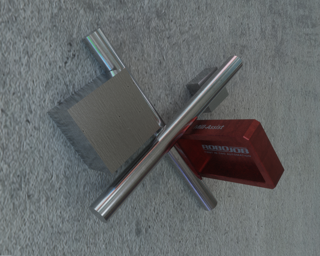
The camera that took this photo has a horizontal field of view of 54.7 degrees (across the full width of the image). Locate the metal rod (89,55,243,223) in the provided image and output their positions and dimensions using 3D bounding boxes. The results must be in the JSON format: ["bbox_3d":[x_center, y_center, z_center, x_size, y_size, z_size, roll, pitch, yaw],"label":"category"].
[{"bbox_3d":[0.025,-0.005,0.396,0.301,0.025,0.025,-47,118,-30],"label":"metal rod"}]

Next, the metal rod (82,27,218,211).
[{"bbox_3d":[0.000,0.006,0.408,0.025,0.025,0.299,-50,120,-29],"label":"metal rod"}]

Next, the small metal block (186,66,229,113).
[{"bbox_3d":[0.073,-0.058,0.469,0.050,0.025,0.050,-43,116,-32],"label":"small metal block"}]

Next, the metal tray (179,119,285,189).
[{"bbox_3d":[0.084,0.032,0.410,0.030,0.130,0.090,-50,120,-28],"label":"metal tray"}]

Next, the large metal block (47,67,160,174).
[{"bbox_3d":[-0.059,-0.009,0.341,0.080,0.050,0.080,-44,117,-31],"label":"large metal block"}]
